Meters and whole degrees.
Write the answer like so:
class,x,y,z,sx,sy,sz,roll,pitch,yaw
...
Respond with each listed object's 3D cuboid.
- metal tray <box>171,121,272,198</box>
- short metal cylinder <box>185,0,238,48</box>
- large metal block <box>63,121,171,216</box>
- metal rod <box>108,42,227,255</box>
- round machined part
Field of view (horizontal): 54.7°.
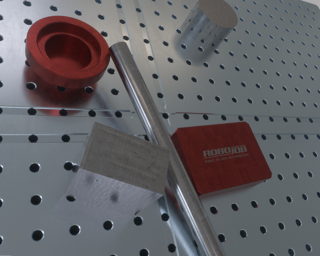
class,x,y,z,sx,sy,sz,roll,pitch,yaw
metal tray,0.083,0.041,0.424,0.131,0.030,0.090,-5,64,-31
short metal cylinder,0.092,-0.193,0.559,0.081,0.050,0.080,14,56,-21
large metal block,-0.046,0.046,0.320,0.080,0.080,0.050,21,54,-16
metal rod,0.009,0.032,0.369,0.025,0.025,0.299,-19,79,-35
round machined part,-0.116,-0.090,0.389,0.099,0.042,0.098,14,56,-21
